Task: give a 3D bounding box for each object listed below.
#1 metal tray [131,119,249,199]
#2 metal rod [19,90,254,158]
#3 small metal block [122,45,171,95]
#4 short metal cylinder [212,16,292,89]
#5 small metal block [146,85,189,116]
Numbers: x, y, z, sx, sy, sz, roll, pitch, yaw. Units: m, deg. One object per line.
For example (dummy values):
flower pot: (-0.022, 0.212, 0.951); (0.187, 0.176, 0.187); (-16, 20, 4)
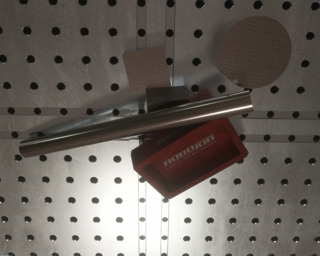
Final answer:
metal tray: (0.040, 0.034, 0.407); (0.130, 0.030, 0.090); (-32, 129, 10)
metal rod: (-0.042, 0.000, 0.379); (0.301, 0.025, 0.025); (-12, 110, 17)
small metal block: (-0.016, -0.073, 0.386); (0.050, 0.025, 0.050); (-11, 110, 3)
short metal cylinder: (0.106, -0.091, 0.368); (0.081, 0.050, 0.079); (0, 110, -1)
small metal block: (0.009, -0.025, 0.391); (0.050, 0.025, 0.050); (-5, 140, -3)
